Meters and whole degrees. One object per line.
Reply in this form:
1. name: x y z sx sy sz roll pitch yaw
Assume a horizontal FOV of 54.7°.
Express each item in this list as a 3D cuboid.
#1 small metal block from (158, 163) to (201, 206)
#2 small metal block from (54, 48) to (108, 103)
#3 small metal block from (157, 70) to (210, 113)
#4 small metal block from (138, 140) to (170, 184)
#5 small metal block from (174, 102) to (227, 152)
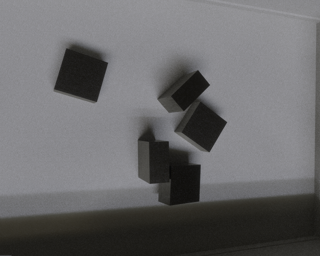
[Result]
1. small metal block: 0.026 0.073 0.414 0.050 0.025 0.050 3 89 -36
2. small metal block: -0.096 -0.062 0.375 0.050 0.025 0.050 16 85 -19
3. small metal block: 0.030 -0.047 0.408 0.050 0.050 0.025 -45 104 -14
4. small metal block: -0.009 0.041 0.394 0.025 0.050 0.050 -1 91 -20
5. small metal block: 0.057 -0.001 0.431 0.050 0.025 0.050 35 79 -17
